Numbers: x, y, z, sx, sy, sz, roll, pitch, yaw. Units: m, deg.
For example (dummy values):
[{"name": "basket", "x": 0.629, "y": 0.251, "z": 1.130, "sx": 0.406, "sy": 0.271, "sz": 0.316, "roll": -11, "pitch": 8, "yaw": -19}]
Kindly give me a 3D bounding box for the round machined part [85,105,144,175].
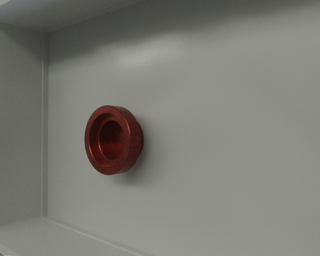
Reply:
[{"name": "round machined part", "x": -0.062, "y": 0.017, "z": 0.448, "sx": 0.098, "sy": 0.042, "sz": 0.097, "roll": 0, "pitch": 90, "yaw": 40}]
